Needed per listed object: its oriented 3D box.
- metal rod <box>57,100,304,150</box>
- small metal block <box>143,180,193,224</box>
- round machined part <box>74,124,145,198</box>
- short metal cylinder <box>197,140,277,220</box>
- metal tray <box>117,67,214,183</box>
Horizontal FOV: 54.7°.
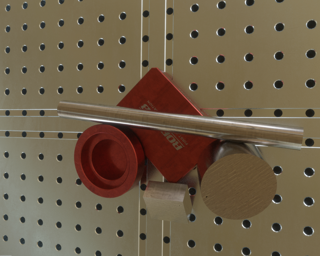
[{"bbox_3d":[0.008,-0.007,0.375,0.301,0.025,0.025,8,93,19],"label":"metal rod"},{"bbox_3d":[0.011,0.094,0.393,0.050,0.025,0.050,3,134,19],"label":"small metal block"},{"bbox_3d":[-0.064,0.041,0.420,0.098,0.042,0.097,3,97,24],"label":"round machined part"},{"bbox_3d":[0.084,0.056,0.353,0.081,0.050,0.079,0,108,2],"label":"short metal cylinder"},{"bbox_3d":[0.009,-0.004,0.407,0.090,0.030,0.130,-45,77,14],"label":"metal tray"}]
